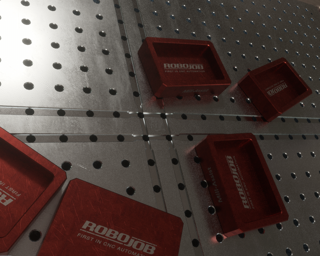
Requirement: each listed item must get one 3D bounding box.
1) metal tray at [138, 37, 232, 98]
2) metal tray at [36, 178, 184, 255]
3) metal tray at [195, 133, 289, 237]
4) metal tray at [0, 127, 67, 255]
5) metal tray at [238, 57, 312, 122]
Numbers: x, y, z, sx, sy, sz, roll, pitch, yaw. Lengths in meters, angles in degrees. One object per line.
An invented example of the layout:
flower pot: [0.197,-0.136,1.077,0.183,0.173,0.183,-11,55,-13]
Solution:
metal tray: [0.040,-0.096,0.486,0.131,0.030,0.090,-7,65,-31]
metal tray: [-0.046,0.116,0.310,0.131,0.030,0.090,25,53,-14]
metal tray: [0.110,0.072,0.422,0.091,0.030,0.130,-2,63,-30]
metal tray: [-0.168,0.045,0.287,0.130,0.030,0.090,36,51,-5]
metal tray: [0.214,-0.074,0.568,0.131,0.030,0.090,-26,76,-37]
